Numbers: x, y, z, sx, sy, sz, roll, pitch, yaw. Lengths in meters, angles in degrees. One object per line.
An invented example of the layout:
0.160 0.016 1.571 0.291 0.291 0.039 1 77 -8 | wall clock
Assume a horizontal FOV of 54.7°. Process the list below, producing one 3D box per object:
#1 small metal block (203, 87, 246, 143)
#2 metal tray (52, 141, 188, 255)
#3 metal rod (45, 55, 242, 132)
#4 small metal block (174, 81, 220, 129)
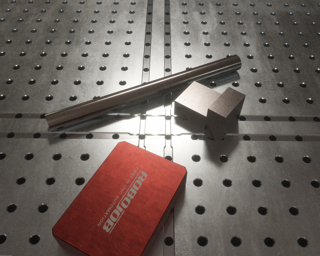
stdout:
0.084 -0.017 0.407 0.025 0.050 0.050 32 57 23 | small metal block
-0.037 0.083 0.335 0.090 0.030 0.130 22 53 17 | metal tray
-0.012 -0.056 0.454 0.302 0.025 0.025 -20 53 -17 | metal rod
0.055 -0.034 0.437 0.050 0.025 0.050 30 56 22 | small metal block
